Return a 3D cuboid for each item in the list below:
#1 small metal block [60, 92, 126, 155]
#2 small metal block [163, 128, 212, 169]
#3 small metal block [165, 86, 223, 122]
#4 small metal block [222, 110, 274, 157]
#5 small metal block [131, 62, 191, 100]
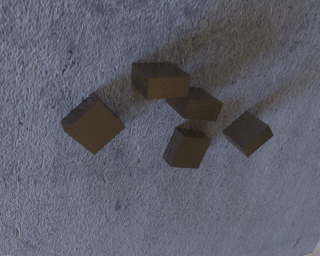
[{"bbox_3d":[-0.077,-0.005,0.362,0.050,0.025,0.050,-42,130,0],"label":"small metal block"},{"bbox_3d":[0.039,0.030,0.446,0.050,0.025,0.050,8,114,-32],"label":"small metal block"},{"bbox_3d":[0.043,-0.033,0.394,0.050,0.050,0.025,4,117,-30],"label":"small metal block"},{"bbox_3d":[0.132,0.008,0.468,0.050,0.050,0.025,-40,129,-1],"label":"small metal block"},{"bbox_3d":[0.000,-0.056,0.356,0.050,0.050,0.025,-8,122,-25],"label":"small metal block"}]
